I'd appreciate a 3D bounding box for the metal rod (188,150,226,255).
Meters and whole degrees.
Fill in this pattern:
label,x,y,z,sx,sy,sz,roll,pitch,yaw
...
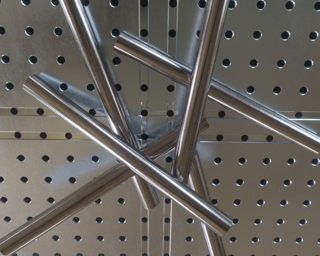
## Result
label,x,y,z,sx,sy,sz,roll,pitch,yaw
metal rod,0.082,0.170,0.476,0.025,0.025,0.299,-15,110,5

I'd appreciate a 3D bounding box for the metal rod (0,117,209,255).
label,x,y,z,sx,sy,sz,roll,pitch,yaw
metal rod,-0.068,0.070,0.400,0.301,0.025,0.025,-33,108,-4

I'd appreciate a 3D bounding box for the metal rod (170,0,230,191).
label,x,y,z,sx,sy,sz,roll,pitch,yaw
metal rod,0.047,-0.055,0.366,0.025,0.025,0.298,10,104,-4

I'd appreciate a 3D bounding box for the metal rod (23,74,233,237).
label,x,y,z,sx,sy,sz,roll,pitch,yaw
metal rod,-0.043,0.030,0.379,0.300,0.025,0.025,36,107,5

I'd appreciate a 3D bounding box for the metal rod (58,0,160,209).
label,x,y,z,sx,sy,sz,roll,pitch,yaw
metal rod,-0.059,-0.022,0.404,0.025,0.025,0.299,-17,109,6

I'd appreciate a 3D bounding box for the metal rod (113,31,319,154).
label,x,y,z,sx,sy,sz,roll,pitch,yaw
metal rod,0.083,-0.040,0.398,0.301,0.025,0.025,26,108,-9
